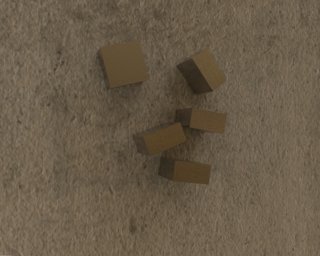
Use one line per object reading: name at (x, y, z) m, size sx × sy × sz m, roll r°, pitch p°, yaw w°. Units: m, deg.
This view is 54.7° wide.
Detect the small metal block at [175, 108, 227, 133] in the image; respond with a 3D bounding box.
small metal block at (0.053, -0.009, 0.417) m, size 0.050 × 0.050 × 0.025 m, roll 10°, pitch 87°, yaw -20°

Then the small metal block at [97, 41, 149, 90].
small metal block at (-0.047, -0.079, 0.392) m, size 0.050 × 0.025 × 0.050 m, roll -16°, pitch 96°, yaw -20°

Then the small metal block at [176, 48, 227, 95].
small metal block at (0.055, -0.074, 0.417) m, size 0.025 × 0.050 × 0.050 m, roll -38°, pitch 103°, yaw -16°

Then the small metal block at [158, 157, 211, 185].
small metal block at (0.032, 0.056, 0.409) m, size 0.050 × 0.050 × 0.025 m, roll 9°, pitch 87°, yaw -20°

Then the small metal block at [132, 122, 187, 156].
small metal block at (-0.002, 0.013, 0.396) m, size 0.050 × 0.050 × 0.025 m, roll -21°, pitch 98°, yaw -19°
